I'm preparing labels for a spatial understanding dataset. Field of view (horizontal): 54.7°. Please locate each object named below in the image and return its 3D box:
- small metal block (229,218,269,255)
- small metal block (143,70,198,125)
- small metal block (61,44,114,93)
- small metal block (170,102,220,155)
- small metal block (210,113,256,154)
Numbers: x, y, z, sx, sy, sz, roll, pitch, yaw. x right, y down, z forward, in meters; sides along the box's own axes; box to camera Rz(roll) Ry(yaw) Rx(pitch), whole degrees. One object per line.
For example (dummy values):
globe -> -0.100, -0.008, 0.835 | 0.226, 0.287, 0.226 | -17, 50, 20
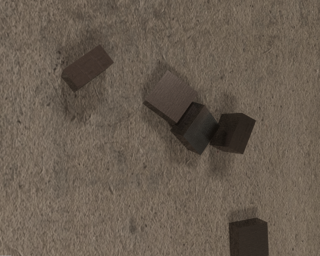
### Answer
small metal block -> 0.132, 0.165, 0.460 | 0.050, 0.025, 0.050 | -4, 91, -20
small metal block -> 0.014, -0.039, 0.410 | 0.050, 0.025, 0.050 | 36, 78, -4
small metal block -> -0.086, -0.069, 0.364 | 0.050, 0.050, 0.025 | -40, 103, -16
small metal block -> 0.049, 0.000, 0.418 | 0.050, 0.025, 0.050 | -54, 132, -12
small metal block -> 0.101, 0.007, 0.435 | 0.025, 0.050, 0.050 | 26, 81, -19
